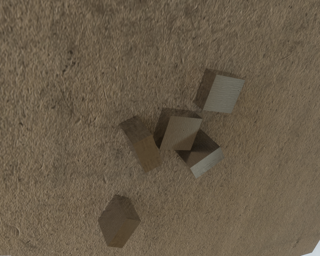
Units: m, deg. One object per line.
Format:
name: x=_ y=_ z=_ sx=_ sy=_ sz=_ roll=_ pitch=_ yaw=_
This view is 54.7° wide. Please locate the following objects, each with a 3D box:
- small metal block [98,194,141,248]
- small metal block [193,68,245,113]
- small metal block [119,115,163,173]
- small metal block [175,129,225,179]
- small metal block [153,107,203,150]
small metal block: x=-0.059 y=0.132 z=0.440 sx=0.025 sy=0.050 sz=0.050 roll=25 pitch=105 yaw=-37
small metal block: x=0.080 y=-0.050 z=0.420 sx=0.050 sy=0.025 sz=0.050 roll=4 pitch=116 yaw=-31
small metal block: x=-0.024 y=0.020 z=0.390 sx=0.025 sy=0.050 sz=0.050 roll=-28 pitch=128 yaw=-11
small metal block: x=0.055 y=0.036 z=0.443 sx=0.050 sy=0.050 sz=0.025 roll=-34 pitch=129 yaw=-6
small metal block: x=0.023 y=0.002 z=0.420 sx=0.050 sy=0.025 sz=0.050 roll=4 pitch=116 yaw=-31
